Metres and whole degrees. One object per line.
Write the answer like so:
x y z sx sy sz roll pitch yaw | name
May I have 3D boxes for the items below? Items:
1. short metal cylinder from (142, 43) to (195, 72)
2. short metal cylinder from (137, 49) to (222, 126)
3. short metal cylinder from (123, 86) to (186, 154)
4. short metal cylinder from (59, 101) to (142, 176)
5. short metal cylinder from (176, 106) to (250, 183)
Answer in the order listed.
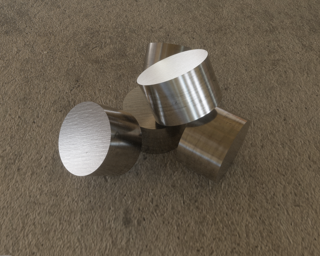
0.017 -0.084 0.431 0.080 0.080 0.050 11 94 9 | short metal cylinder
0.022 -0.045 0.340 0.080 0.050 0.080 -20 26 11 | short metal cylinder
-0.005 -0.013 0.399 0.081 0.050 0.080 0 50 0 | short metal cylinder
-0.068 0.014 0.349 0.080 0.050 0.080 -6 78 34 | short metal cylinder
0.062 0.016 0.356 0.050 0.080 0.080 28 56 21 | short metal cylinder
